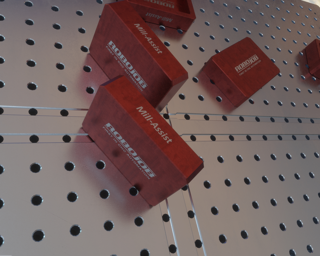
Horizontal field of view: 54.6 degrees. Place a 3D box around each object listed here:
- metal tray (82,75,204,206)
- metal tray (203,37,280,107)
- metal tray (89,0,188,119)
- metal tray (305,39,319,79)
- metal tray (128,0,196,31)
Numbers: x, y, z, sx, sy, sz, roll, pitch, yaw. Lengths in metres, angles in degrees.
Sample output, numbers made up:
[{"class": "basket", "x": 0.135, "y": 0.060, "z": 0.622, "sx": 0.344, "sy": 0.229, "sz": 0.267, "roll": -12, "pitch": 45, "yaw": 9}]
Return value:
[{"class": "metal tray", "x": -0.024, "y": 0.017, "z": 0.342, "sx": 0.130, "sy": 0.090, "sz": 0.030, "roll": 48, "pitch": 51, "yaw": 5}, {"class": "metal tray", "x": 0.146, "y": -0.102, "z": 0.545, "sx": 0.131, "sy": 0.030, "sz": 0.090, "roll": -35, "pitch": 81, "yaw": -38}, {"class": "metal tray", "x": -0.032, "y": -0.085, "z": 0.400, "sx": 0.030, "sy": 0.090, "sz": 0.130, "roll": -32, "pitch": 80, "yaw": -38}, {"class": "metal tray", "x": 0.393, "y": -0.137, "z": 0.698, "sx": 0.131, "sy": 0.030, "sz": 0.090, "roll": 21, "pitch": 54, "yaw": -16}, {"class": "metal tray", "x": -0.008, "y": -0.223, "z": 0.535, "sx": 0.131, "sy": 0.030, "sz": 0.090, "roll": 5, "pitch": 60, "yaw": -26}]
